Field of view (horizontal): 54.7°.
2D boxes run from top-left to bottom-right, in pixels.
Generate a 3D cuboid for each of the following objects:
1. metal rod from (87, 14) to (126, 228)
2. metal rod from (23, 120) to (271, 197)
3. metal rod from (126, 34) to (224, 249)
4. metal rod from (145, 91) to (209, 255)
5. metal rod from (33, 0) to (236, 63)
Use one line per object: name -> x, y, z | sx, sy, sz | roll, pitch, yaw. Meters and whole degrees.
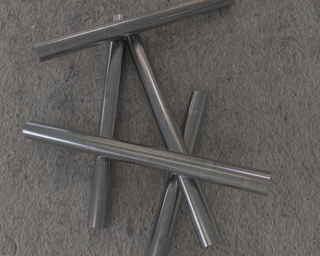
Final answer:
metal rod -> -0.067, -0.023, 0.415 | 0.025, 0.025, 0.299 | 2, 70, 1
metal rod -> -0.031, 0.029, 0.356 | 0.301, 0.025, 0.025 | 11, 70, 20
metal rod -> 0.009, -0.004, 0.388 | 0.025, 0.025, 0.299 | -17, 63, -6
metal rod -> 0.013, 0.090, 0.374 | 0.025, 0.025, 0.299 | 15, 71, 5
metal rod -> -0.024, -0.150, 0.441 | 0.302, 0.025, 0.025 | -22, 72, -17
